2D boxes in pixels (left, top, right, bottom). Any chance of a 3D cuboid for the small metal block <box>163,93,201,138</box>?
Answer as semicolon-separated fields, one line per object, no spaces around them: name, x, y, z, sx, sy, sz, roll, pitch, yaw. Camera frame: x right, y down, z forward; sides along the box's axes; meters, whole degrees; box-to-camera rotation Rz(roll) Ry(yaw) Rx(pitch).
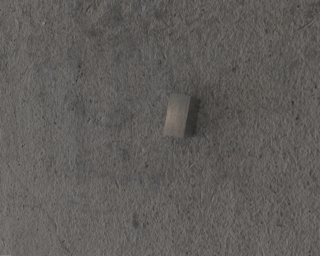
small metal block;0.028;-0.015;0.386;0.025;0.050;0.050;11;94;20
